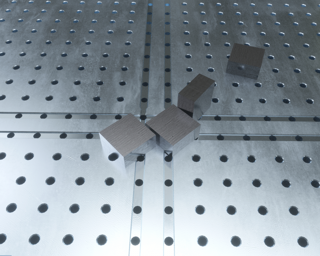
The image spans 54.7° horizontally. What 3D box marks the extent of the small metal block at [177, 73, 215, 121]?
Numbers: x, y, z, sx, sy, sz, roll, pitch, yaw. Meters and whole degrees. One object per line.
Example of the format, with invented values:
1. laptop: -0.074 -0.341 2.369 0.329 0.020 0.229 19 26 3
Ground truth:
1. small metal block: 0.048 -0.038 0.424 0.025 0.050 0.050 31 56 23

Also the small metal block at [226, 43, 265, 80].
1. small metal block: 0.138 -0.108 0.501 0.050 0.025 0.050 16 52 12

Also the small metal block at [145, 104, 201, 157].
1. small metal block: 0.017 0.002 0.406 0.050 0.025 0.050 -35 59 -26

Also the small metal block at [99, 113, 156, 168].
1. small metal block: -0.041 0.015 0.395 0.050 0.025 0.050 -34 58 -26
